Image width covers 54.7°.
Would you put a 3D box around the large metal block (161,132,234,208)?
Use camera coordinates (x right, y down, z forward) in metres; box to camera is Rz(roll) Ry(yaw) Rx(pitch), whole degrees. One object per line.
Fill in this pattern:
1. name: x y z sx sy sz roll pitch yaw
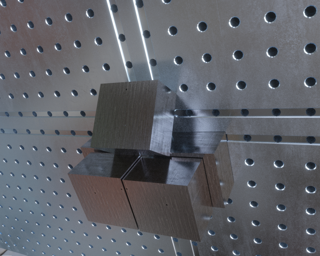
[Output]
1. large metal block: 0.045 0.052 0.402 0.080 0.050 0.080 -1 118 28

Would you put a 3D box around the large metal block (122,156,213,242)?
1. large metal block: 0.012 0.082 0.371 0.080 0.050 0.080 0 119 28

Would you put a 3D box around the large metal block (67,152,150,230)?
1. large metal block: -0.061 0.080 0.407 0.080 0.050 0.080 0 119 28

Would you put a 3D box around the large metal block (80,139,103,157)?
1. large metal block: -0.058 0.051 0.456 0.080 0.050 0.079 2 119 27

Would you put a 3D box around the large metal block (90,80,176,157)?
1. large metal block: -0.031 -0.010 0.377 0.080 0.050 0.080 0 77 27
